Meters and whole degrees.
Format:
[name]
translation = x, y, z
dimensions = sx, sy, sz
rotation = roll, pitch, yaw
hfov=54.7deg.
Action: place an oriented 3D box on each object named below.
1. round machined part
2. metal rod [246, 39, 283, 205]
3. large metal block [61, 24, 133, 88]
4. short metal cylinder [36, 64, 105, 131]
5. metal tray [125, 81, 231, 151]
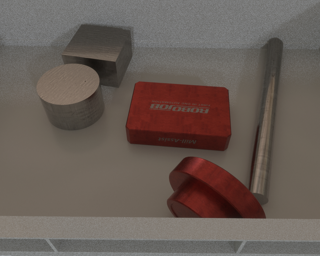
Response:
[round machined part]
translation = 0.045, 0.077, 0.294
dimensions = 0.098, 0.098, 0.042
rotation = 34, 64, 25
[metal rod]
translation = 0.151, -0.031, 0.433
dimensions = 0.025, 0.025, 0.300
rotation = 14, 51, 11
[large metal block]
translation = -0.094, -0.113, 0.483
dimensions = 0.080, 0.050, 0.080
rotation = 9, 51, 7
[short metal cylinder]
translation = -0.120, -0.043, 0.423
dimensions = 0.081, 0.050, 0.080
rotation = 0, 50, 0
[metal tray]
translation = 0.026, -0.018, 0.418
dimensions = 0.131, 0.030, 0.090
rotation = 4, 50, 3
